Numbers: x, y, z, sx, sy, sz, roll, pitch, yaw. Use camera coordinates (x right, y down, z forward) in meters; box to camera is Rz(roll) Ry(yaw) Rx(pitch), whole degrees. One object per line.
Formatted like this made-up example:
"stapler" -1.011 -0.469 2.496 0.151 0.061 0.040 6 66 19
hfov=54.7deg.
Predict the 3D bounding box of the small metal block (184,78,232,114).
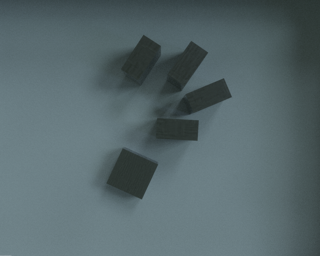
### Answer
"small metal block" 0.059 -0.039 0.399 0.050 0.050 0.025 -23 90 0

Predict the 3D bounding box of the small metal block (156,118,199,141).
"small metal block" 0.021 0.002 0.399 0.050 0.050 0.025 3 90 0

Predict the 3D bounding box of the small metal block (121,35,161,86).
"small metal block" -0.023 -0.085 0.398 0.025 0.050 0.050 33 90 0

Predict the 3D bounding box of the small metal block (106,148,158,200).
"small metal block" -0.036 0.059 0.411 0.050 0.025 0.050 25 90 0

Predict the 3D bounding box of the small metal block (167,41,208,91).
"small metal block" 0.034 -0.078 0.399 0.025 0.050 0.050 35 90 0
